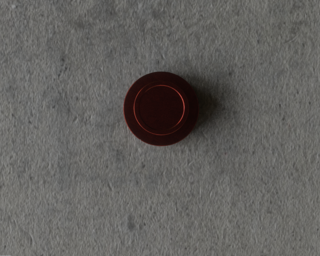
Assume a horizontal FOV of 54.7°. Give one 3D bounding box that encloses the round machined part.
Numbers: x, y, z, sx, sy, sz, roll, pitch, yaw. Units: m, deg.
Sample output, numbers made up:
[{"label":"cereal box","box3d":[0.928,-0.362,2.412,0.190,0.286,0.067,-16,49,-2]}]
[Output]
[{"label":"round machined part","box3d":[0.002,-0.025,0.402,0.099,0.042,0.097,0,90,-1]}]
